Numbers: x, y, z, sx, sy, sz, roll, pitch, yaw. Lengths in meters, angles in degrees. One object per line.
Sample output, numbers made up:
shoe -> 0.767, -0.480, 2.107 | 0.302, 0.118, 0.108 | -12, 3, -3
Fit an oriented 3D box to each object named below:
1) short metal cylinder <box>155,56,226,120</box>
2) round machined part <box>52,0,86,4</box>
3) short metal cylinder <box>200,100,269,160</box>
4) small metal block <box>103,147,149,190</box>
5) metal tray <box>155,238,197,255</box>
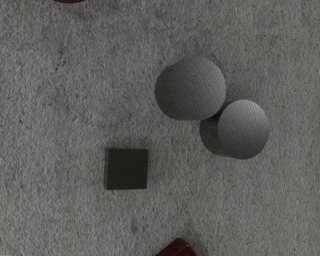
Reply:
short metal cylinder -> 0.039, -0.050, 0.410 | 0.081, 0.050, 0.080 | 0, 90, -20
round machined part -> -0.111, -0.193, 0.359 | 0.099, 0.042, 0.097 | 0, 90, -20
short metal cylinder -> 0.103, 0.002, 0.434 | 0.081, 0.050, 0.080 | 0, 90, -20
small metal block -> -0.043, 0.051, 0.393 | 0.050, 0.025, 0.050 | 3, 89, -20
metal tray -> 0.029, 0.228, 0.417 | 0.090, 0.030, 0.130 | -34, 101, -17
